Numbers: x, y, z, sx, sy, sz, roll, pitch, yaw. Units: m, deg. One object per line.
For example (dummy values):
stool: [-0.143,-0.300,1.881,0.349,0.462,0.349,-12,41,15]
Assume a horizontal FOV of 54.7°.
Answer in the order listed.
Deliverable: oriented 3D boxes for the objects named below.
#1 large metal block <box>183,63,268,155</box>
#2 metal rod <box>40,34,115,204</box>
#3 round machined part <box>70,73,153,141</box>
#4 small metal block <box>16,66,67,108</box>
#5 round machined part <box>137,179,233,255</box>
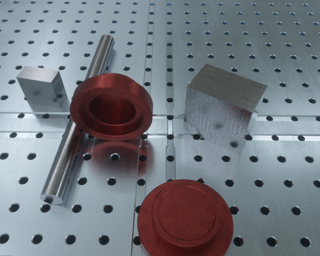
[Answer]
large metal block: [0.079,-0.023,0.392,0.080,0.080,0.050,25,55,19]
metal rod: [-0.105,-0.036,0.436,0.025,0.025,0.300,4,50,3]
round machined part: [-0.057,-0.030,0.384,0.099,0.097,0.042,1,50,1]
small metal block: [-0.165,-0.057,0.438,0.050,0.050,0.025,9,51,8]
round machined part: [0.026,0.095,0.317,0.099,0.042,0.098,0,50,0]
